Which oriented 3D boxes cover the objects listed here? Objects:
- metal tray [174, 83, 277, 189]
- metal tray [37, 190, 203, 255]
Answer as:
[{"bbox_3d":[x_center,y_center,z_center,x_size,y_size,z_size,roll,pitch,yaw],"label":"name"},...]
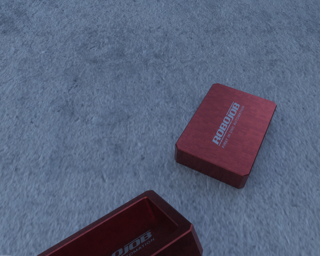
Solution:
[{"bbox_3d":[0.086,0.004,0.398,0.090,0.030,0.130,22,53,17],"label":"metal tray"},{"bbox_3d":[-0.040,0.112,0.270,0.131,0.030,0.090,-28,20,-19],"label":"metal tray"}]
